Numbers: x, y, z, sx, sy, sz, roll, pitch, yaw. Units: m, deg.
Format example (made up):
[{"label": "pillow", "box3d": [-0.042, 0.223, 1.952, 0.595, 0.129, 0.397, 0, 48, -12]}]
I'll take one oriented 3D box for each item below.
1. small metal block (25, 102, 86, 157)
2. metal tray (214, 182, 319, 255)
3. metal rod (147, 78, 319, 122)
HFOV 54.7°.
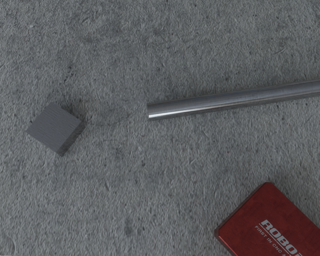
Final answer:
[{"label": "small metal block", "box3d": [-0.136, 0.002, 0.406, 0.050, 0.025, 0.050, 32, 73, 10]}, {"label": "metal tray", "box3d": [0.140, 0.139, 0.356, 0.090, 0.030, 0.130, -41, 75, -14]}, {"label": "metal rod", "box3d": [0.133, -0.043, 0.425, 0.302, 0.025, 0.025, -9, 70, -4]}]
